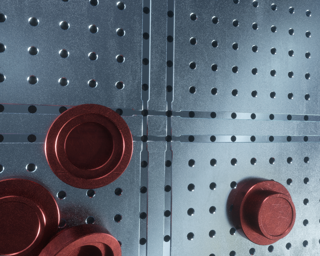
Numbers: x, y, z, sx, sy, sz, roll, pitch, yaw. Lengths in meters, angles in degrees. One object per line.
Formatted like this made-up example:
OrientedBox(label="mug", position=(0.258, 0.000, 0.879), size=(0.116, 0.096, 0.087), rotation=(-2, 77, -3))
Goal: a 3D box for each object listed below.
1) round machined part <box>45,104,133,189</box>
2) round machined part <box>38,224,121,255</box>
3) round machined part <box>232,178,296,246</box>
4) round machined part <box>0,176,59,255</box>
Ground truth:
OrientedBox(label="round machined part", position=(-0.085, 0.021, 0.372), size=(0.099, 0.042, 0.097), rotation=(0, 90, -20))
OrientedBox(label="round machined part", position=(-0.097, 0.153, 0.355), size=(0.099, 0.042, 0.097), rotation=(-16, 117, -34))
OrientedBox(label="round machined part", position=(0.161, 0.127, 0.463), size=(0.099, 0.042, 0.097), rotation=(0, 90, -20))
OrientedBox(label="round machined part", position=(-0.163, 0.105, 0.344), size=(0.099, 0.042, 0.097), rotation=(0, 90, -20))
